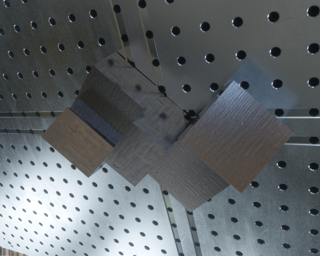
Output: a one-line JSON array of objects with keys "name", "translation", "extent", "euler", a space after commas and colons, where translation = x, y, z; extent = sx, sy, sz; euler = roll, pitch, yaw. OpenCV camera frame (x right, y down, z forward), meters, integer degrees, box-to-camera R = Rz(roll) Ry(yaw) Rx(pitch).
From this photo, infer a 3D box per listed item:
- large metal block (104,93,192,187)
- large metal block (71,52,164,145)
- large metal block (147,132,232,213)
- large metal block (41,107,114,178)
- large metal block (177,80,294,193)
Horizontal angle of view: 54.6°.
[{"name": "large metal block", "translation": [-0.014, 0.014, 0.392], "extent": [0.050, 0.080, 0.080], "euler": [40, 129, -1]}, {"name": "large metal block", "translation": [-0.056, -0.036, 0.403], "extent": [0.080, 0.050, 0.080], "euler": [41, 131, -1]}, {"name": "large metal block", "translation": [0.042, 0.050, 0.404], "extent": [0.080, 0.050, 0.080], "euler": [43, 129, 1]}, {"name": "large metal block", "translation": [-0.104, 0.018, 0.433], "extent": [0.080, 0.080, 0.050], "euler": [41, 91, -1]}, {"name": "large metal block", "translation": [0.077, 0.009, 0.333], "extent": [0.080, 0.050, 0.080], "euler": [41, 89, -1]}]
